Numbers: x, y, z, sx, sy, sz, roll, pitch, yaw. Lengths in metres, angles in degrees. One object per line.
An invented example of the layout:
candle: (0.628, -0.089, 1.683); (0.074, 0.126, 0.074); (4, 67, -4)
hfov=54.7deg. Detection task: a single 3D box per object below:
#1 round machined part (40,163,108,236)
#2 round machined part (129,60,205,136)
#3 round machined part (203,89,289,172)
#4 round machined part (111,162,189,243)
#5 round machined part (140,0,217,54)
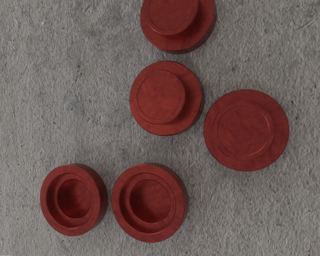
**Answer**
round machined part: (-0.117, 0.099, 0.441); (0.098, 0.042, 0.097); (0, 90, 20)
round machined part: (0.005, -0.038, 0.398); (0.098, 0.042, 0.097); (0, 90, 20)
round machined part: (0.099, 0.003, 0.365); (0.098, 0.042, 0.097); (0, 90, 20)
round machined part: (-0.010, 0.093, 0.403); (0.098, 0.042, 0.097); (0, 90, 20)
round machined part: (0.020, -0.146, 0.393); (0.098, 0.042, 0.097); (0, 90, 20)
